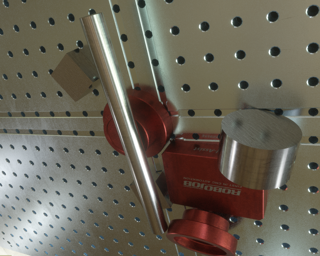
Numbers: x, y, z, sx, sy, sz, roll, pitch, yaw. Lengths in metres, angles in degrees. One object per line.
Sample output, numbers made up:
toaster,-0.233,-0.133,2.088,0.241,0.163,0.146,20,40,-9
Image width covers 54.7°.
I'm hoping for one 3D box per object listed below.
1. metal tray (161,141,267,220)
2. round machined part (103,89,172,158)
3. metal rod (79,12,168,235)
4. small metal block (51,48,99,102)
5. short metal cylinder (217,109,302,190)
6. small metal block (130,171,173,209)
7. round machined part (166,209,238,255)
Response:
metal tray,0.072,0.068,0.412,0.130,0.030,0.089,5,121,25
round machined part,-0.037,0.000,0.420,0.098,0.042,0.097,13,124,21
metal rod,-0.036,0.014,0.384,0.025,0.025,0.298,-1,118,28
small metal block,-0.115,-0.072,0.427,0.050,0.025,0.050,48,129,-6
short metal cylinder,0.104,0.020,0.333,0.080,0.080,0.050,13,124,21
small metal block,-0.010,0.098,0.477,0.050,0.025,0.050,-16,111,34
round machined part,0.062,0.149,0.444,0.098,0.042,0.098,15,151,9
